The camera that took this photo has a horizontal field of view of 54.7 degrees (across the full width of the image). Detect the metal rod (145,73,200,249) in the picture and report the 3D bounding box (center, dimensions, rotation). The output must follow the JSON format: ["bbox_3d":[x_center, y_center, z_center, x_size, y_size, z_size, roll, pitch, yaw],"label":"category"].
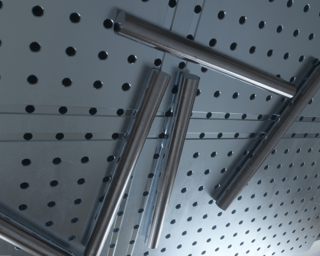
[{"bbox_3d":[0.013,0.065,0.459,0.025,0.025,0.298,-4,120,-27],"label":"metal rod"}]

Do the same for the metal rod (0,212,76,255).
[{"bbox_3d":[-0.178,0.142,0.402,0.025,0.025,0.300,-38,130,-3],"label":"metal rod"}]

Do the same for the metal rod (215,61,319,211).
[{"bbox_3d":[0.190,0.020,0.530,0.025,0.025,0.299,23,106,-37],"label":"metal rod"}]

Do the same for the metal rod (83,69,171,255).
[{"bbox_3d":[-0.051,0.063,0.423,0.025,0.025,0.298,9,114,-33],"label":"metal rod"}]

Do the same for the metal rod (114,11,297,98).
[{"bbox_3d":[0.081,-0.084,0.405,0.302,0.025,0.025,12,112,-34],"label":"metal rod"}]
